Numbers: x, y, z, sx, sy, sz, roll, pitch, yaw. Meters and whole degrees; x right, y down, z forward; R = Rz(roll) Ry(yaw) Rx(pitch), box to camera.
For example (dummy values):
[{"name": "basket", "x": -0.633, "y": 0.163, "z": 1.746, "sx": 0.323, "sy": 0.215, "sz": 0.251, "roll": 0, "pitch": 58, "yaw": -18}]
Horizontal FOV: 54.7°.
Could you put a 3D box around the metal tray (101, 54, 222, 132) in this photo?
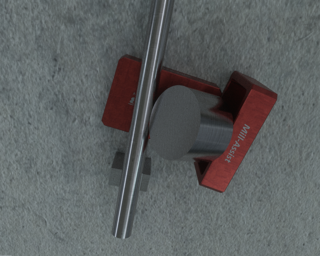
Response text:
[{"name": "metal tray", "x": 0.001, "y": -0.031, "z": 0.396, "sx": 0.131, "sy": 0.030, "sz": 0.089, "roll": 17, "pitch": 109, "yaw": -7}]

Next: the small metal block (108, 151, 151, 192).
[{"name": "small metal block", "x": -0.040, "y": 0.058, "z": 0.418, "sx": 0.050, "sy": 0.050, "sz": 0.025, "roll": 12, "pitch": 110, "yaw": -5}]

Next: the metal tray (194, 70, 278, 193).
[{"name": "metal tray", "x": 0.084, "y": 0.002, "z": 0.378, "sx": 0.030, "sy": 0.090, "sz": 0.129, "roll": 22, "pitch": 109, "yaw": -8}]

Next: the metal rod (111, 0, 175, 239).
[{"name": "metal rod", "x": -0.021, "y": -0.010, "z": 0.365, "sx": 0.025, "sy": 0.025, "sz": 0.298, "roll": 10, "pitch": 101, "yaw": -4}]

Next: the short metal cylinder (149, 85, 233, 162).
[{"name": "short metal cylinder", "x": 0.033, "y": -0.003, "z": 0.342, "sx": 0.050, "sy": 0.080, "sz": 0.079, "roll": 9, "pitch": 114, "yaw": -39}]
